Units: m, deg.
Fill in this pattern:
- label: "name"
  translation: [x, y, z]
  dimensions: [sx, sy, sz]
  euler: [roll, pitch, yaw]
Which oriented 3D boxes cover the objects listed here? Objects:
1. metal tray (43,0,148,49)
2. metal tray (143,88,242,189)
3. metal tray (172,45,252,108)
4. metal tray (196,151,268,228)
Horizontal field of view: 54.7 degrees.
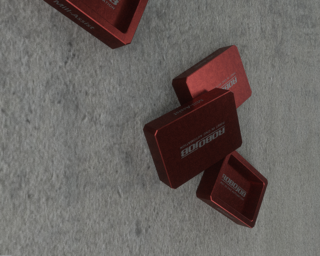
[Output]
- label: "metal tray"
  translation: [-0.076, -0.160, 0.338]
  dimensions: [0.131, 0.030, 0.090]
  euler: [30, 71, -36]
- label: "metal tray"
  translation: [0.049, 0.011, 0.419]
  dimensions: [0.131, 0.030, 0.089]
  euler: [-29, 118, -24]
- label: "metal tray"
  translation: [0.084, -0.061, 0.475]
  dimensions: [0.131, 0.030, 0.090]
  euler: [-38, 114, -34]
- label: "metal tray"
  translation: [0.122, 0.098, 0.506]
  dimensions: [0.130, 0.030, 0.090]
  euler: [39, 66, -34]
